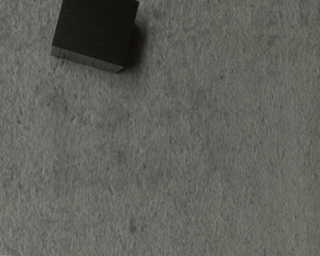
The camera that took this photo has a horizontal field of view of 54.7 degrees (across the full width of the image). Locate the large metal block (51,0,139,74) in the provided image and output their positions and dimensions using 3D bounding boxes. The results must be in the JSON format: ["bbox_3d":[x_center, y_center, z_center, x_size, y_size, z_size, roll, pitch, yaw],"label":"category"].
[{"bbox_3d":[-0.078,-0.117,0.367,0.081,0.050,0.080,14,85,-20],"label":"large metal block"}]
